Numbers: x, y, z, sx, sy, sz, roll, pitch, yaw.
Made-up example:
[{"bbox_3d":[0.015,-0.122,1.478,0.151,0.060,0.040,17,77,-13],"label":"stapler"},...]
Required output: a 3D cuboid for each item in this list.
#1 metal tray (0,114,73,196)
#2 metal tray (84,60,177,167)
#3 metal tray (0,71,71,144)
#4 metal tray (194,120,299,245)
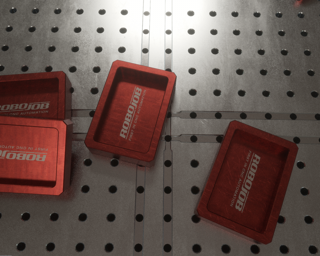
[{"bbox_3d":[-0.176,0.030,0.372,0.131,0.030,0.089,4,95,-3],"label":"metal tray"},{"bbox_3d":[-0.036,-0.021,0.416,0.090,0.030,0.130,14,70,4],"label":"metal tray"},{"bbox_3d":[-0.189,-0.026,0.416,0.131,0.030,0.090,-5,70,-2],"label":"metal tray"},{"bbox_3d":[0.108,0.065,0.386,0.090,0.030,0.130,22,71,7],"label":"metal tray"}]
